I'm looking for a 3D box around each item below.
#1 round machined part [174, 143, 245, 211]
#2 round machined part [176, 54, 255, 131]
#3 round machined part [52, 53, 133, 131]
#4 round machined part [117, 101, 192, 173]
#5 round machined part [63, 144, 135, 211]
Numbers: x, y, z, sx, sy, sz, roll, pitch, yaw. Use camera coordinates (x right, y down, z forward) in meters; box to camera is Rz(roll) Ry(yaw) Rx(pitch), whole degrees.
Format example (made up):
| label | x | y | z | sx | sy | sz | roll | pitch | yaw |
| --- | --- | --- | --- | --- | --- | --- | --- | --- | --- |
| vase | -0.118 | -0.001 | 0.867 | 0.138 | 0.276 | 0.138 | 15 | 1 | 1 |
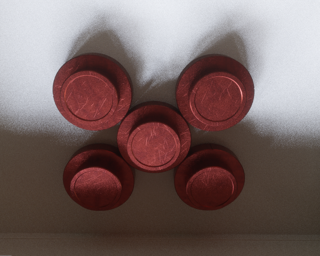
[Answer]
| label | x | y | z | sx | sy | sz | roll | pitch | yaw |
| --- | --- | --- | --- | --- | --- | --- | --- | --- | --- |
| round machined part | 0.069 | 0.074 | 0.429 | 0.099 | 0.042 | 0.097 | 0 | 110 | -1 |
| round machined part | 0.069 | -0.041 | 0.387 | 0.099 | 0.042 | 0.097 | 0 | 110 | -1 |
| round machined part | -0.084 | -0.042 | 0.384 | 0.099 | 0.042 | 0.097 | 0 | 110 | -1 |
| round machined part | -0.008 | 0.017 | 0.406 | 0.099 | 0.042 | 0.097 | 0 | 110 | -1 |
| round machined part | -0.085 | 0.074 | 0.427 | 0.099 | 0.042 | 0.097 | 0 | 110 | -1 |
